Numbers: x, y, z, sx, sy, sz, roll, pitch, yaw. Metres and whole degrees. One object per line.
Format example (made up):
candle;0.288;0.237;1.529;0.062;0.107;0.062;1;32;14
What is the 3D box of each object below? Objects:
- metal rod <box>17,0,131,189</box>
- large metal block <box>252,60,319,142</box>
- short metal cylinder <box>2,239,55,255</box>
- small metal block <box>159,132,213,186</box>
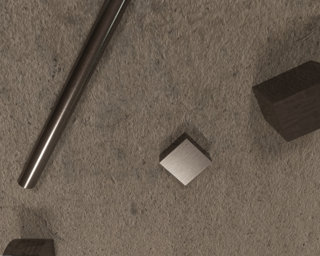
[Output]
metal rod;-0.112;-0.044;0.391;0.025;0.025;0.298;29;107;-11
large metal block;0.167;-0.035;0.370;0.080;0.080;0.050;-25;109;8
short metal cylinder;-0.192;0.205;0.453;0.050;0.080;0.079;1;110;-1
small metal block;0.035;0.042;0.426;0.050;0.025;0.050;43;104;-15
